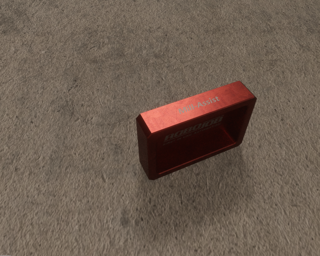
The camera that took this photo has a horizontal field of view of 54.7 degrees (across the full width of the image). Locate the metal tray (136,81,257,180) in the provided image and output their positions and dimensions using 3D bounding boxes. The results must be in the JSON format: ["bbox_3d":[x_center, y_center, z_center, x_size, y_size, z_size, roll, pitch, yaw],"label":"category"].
[{"bbox_3d":[0.040,0.004,0.357,0.131,0.089,0.030,-20,53,-16],"label":"metal tray"}]
